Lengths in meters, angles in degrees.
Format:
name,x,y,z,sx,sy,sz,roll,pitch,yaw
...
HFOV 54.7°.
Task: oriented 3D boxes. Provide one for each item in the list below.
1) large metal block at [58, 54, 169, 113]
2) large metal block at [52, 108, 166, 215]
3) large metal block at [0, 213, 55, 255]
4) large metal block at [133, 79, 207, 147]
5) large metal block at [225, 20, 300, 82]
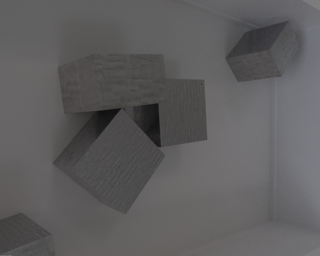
name,x,y,z,sx,sy,sz,roll,pitch,yaw
large metal block,-0.050,-0.046,0.328,0.081,0.080,0.050,-11,97,-40
large metal block,-0.054,0.035,0.344,0.080,0.050,0.080,49,63,-29
large metal block,-0.139,0.116,0.254,0.081,0.080,0.050,-12,98,-39
large metal block,0.014,-0.021,0.401,0.081,0.050,0.079,-6,94,-40
large metal block,0.169,-0.125,0.512,0.080,0.080,0.050,-52,121,-27
